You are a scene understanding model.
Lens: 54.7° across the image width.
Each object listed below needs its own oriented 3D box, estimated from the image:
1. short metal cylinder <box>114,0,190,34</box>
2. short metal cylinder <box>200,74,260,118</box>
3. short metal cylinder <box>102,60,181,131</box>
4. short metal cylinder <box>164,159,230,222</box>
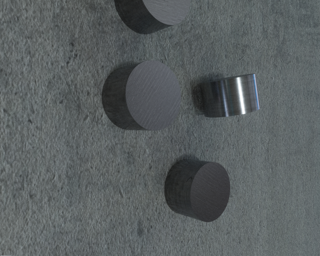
[{"bbox_3d":[-0.009,-0.161,0.380,0.081,0.050,0.080,0,90,-40],"label":"short metal cylinder"},{"bbox_3d":[0.102,-0.048,0.454,0.081,0.080,0.050,-17,101,-39],"label":"short metal cylinder"},{"bbox_3d":[-0.021,-0.037,0.370,0.081,0.050,0.080,0,90,-40],"label":"short metal cylinder"},{"bbox_3d":[0.053,0.085,0.433,0.081,0.050,0.080,0,90,-40],"label":"short metal cylinder"}]
